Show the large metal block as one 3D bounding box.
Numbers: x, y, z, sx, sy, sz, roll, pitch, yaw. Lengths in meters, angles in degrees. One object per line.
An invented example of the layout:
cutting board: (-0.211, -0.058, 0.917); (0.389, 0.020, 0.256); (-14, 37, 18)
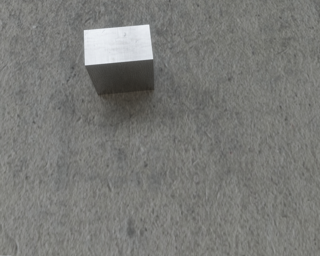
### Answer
large metal block: (-0.051, -0.087, 0.411); (0.080, 0.080, 0.050); (-6, 70, -2)
